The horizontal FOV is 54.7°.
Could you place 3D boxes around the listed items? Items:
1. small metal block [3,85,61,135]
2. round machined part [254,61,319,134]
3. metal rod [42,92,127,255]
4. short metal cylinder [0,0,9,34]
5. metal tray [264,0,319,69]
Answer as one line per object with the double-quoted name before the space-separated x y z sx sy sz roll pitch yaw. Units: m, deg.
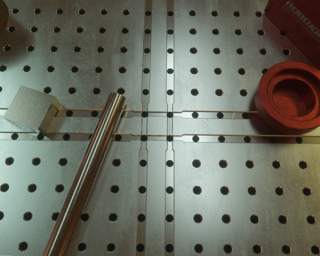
"small metal block" -0.172 -0.024 0.419 0.050 0.025 0.050 18 71 6
"round machined part" 0.176 -0.037 0.417 0.099 0.042 0.098 0 70 0
"metal rod" -0.103 0.091 0.377 0.025 0.025 0.299 17 71 6
"short metal cylinder" -0.269 -0.169 0.442 0.050 0.080 0.080 41 75 13
"metal tray" 0.213 -0.157 0.435 0.030 0.090 0.130 -33 74 -11
